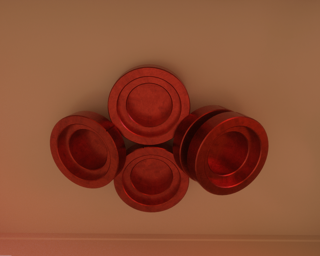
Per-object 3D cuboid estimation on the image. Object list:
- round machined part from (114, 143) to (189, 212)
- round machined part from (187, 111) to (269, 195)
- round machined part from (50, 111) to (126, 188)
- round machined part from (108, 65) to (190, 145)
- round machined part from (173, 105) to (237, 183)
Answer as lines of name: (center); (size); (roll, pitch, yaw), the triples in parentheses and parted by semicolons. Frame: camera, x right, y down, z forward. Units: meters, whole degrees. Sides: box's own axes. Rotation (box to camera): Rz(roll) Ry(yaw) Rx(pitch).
round machined part: (-0.011, 0.062, 0.422); (0.099, 0.042, 0.097); (0, 110, 0)
round machined part: (0.076, 0.027, 0.370); (0.099, 0.042, 0.097); (-8, 112, -21)
round machined part: (-0.087, 0.024, 0.398); (0.098, 0.042, 0.097); (7, 111, 19)
round machined part: (-0.013, -0.031, 0.388); (0.099, 0.042, 0.097); (0, 110, 0)
round machined part: (0.061, 0.017, 0.396); (0.099, 0.042, 0.097); (-8, 111, -21)
